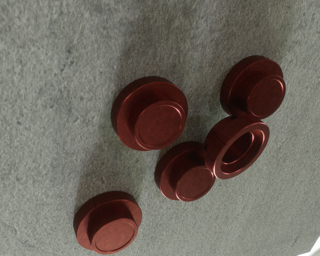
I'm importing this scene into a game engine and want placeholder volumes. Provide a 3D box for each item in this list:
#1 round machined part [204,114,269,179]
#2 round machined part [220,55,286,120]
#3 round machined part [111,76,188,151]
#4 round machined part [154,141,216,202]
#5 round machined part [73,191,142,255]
[{"bbox_3d":[0.101,0.022,0.433,0.099,0.042,0.097,-22,136,-23],"label":"round machined part"},{"bbox_3d":[0.139,-0.050,0.443,0.099,0.042,0.097,-14,124,-21],"label":"round machined part"},{"bbox_3d":[-0.008,-0.011,0.386,0.099,0.042,0.097,-14,125,-21],"label":"round machined part"},{"bbox_3d":[0.045,0.072,0.467,0.099,0.042,0.097,-14,125,-21],"label":"round machined part"},{"bbox_3d":[-0.071,0.142,0.447,0.099,0.042,0.097,-14,125,-21],"label":"round machined part"}]
